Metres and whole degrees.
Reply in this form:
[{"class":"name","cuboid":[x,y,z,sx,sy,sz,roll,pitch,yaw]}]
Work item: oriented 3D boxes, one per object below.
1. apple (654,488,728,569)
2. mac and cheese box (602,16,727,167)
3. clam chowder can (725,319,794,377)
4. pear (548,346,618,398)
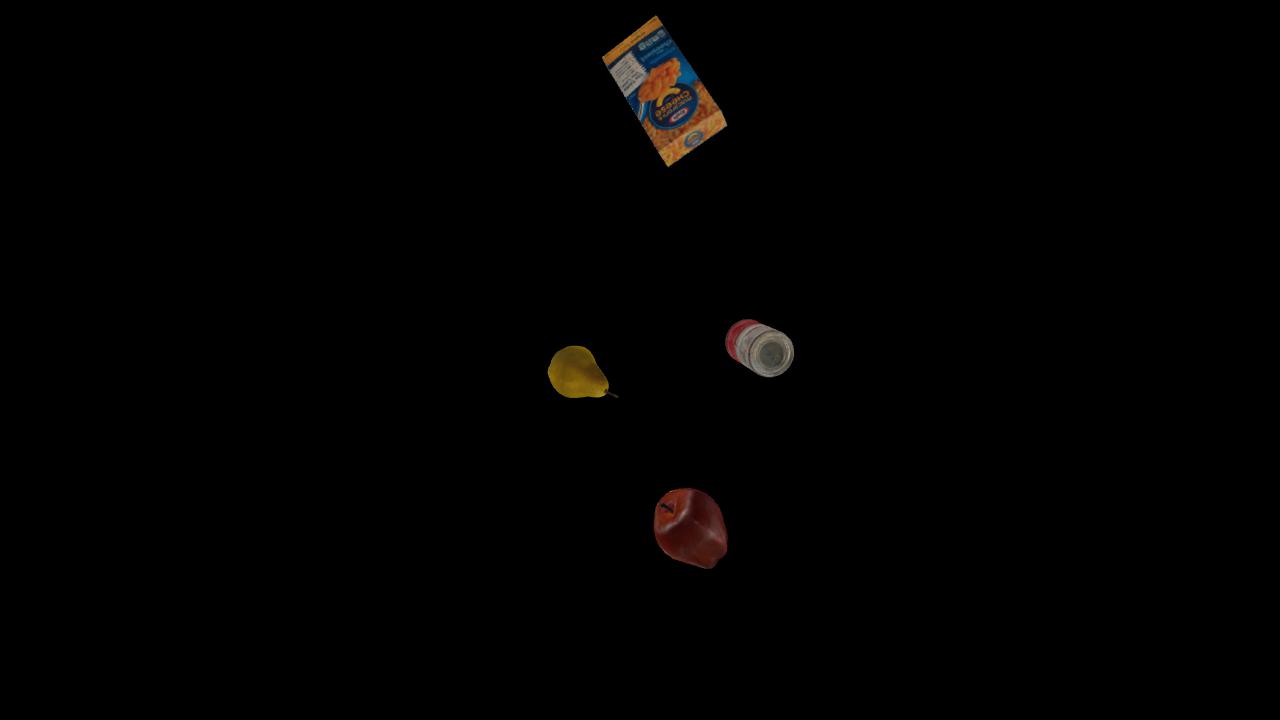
[{"class":"apple","cuboid":[0.055,0.184,0.678,0.093,0.079,0.079,46,-19,-20]},{"class":"mac and cheese box","cuboid":[0.029,-0.350,0.798,0.093,0.184,0.041,-32,-22,11]},{"class":"clam chowder can","cuboid":[0.170,-0.018,0.881,0.068,0.068,0.102,0,12,-10]},{"class":"pear","cuboid":[-0.079,0.026,0.872,0.080,0.080,0.111,0,19,-46]}]
